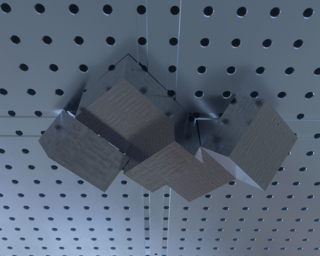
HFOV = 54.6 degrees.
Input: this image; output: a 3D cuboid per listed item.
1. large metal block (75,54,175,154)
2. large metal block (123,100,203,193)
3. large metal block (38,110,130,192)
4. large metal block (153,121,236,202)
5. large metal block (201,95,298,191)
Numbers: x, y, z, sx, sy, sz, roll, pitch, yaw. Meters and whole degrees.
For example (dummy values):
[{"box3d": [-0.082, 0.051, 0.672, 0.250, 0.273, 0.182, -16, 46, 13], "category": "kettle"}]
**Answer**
[{"box3d": [-0.040, -0.026, 0.373, 0.080, 0.050, 0.080, -33, 123, 26], "category": "large metal block"}, {"box3d": [0.003, 0.022, 0.393, 0.080, 0.080, 0.050, -35, 123, 25], "category": "large metal block"}, {"box3d": [-0.097, 0.027, 0.388, 0.080, 0.080, 0.050, 41, 80, -29], "category": "large metal block"}, {"box3d": [0.047, 0.049, 0.437, 0.080, 0.050, 0.080, -34, 121, 25], "category": "large metal block"}, {"box3d": [0.111, 0.018, 0.383, 0.080, 0.050, 0.080, 41, 79, -30], "category": "large metal block"}]
